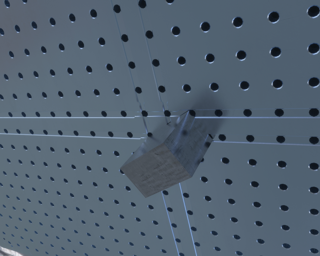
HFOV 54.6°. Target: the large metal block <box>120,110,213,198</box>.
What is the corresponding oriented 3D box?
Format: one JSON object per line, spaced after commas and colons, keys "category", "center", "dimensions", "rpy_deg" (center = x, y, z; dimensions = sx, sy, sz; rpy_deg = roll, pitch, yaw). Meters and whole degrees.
{"category": "large metal block", "center": [0.010, 0.033, 0.391], "dimensions": [0.080, 0.080, 0.050], "rpy_deg": [-33, 100, 38]}
